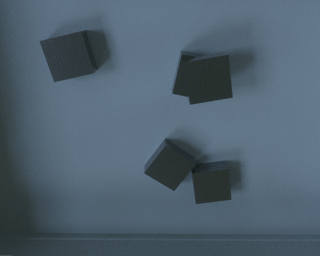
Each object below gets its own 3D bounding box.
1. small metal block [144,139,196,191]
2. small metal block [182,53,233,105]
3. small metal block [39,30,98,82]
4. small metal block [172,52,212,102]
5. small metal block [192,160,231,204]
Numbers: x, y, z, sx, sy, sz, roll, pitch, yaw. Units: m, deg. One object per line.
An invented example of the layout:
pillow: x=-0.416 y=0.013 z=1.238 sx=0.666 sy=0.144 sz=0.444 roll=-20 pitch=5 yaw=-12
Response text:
small metal block: x=0.013 y=0.051 z=0.431 sx=0.050 sy=0.025 sz=0.050 roll=33 pitch=107 yaw=-12
small metal block: x=0.055 y=-0.058 z=0.364 sx=0.050 sy=0.025 sz=0.050 roll=-10 pitch=110 yaw=3
small metal block: x=-0.110 y=-0.088 z=0.377 sx=0.050 sy=0.025 sz=0.050 roll=-12 pitch=110 yaw=4
small metal block: x=0.045 y=-0.065 z=0.388 sx=0.050 sy=0.025 sz=0.050 roll=11 pitch=110 yaw=-5
small metal block: x=0.072 y=0.077 z=0.441 sx=0.050 sy=0.025 sz=0.050 roll=-8 pitch=110 yaw=2
